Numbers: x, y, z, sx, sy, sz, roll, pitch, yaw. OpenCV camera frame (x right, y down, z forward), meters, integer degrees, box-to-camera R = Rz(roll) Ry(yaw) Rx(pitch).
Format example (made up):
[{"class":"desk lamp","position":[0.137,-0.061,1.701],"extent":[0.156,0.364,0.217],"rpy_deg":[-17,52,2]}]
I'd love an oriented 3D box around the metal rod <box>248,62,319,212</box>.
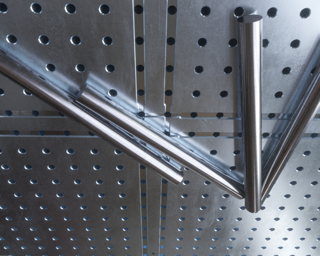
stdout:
[{"class":"metal rod","position":[0.178,0.023,0.433],"extent":[0.025,0.025,0.298],"rpy_deg":[6,130,-6]}]

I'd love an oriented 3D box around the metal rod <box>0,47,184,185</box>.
[{"class":"metal rod","position":[-0.080,-0.003,0.408],"extent":[0.301,0.025,0.025],"rpy_deg":[36,121,-27]}]

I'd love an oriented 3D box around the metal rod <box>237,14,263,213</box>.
[{"class":"metal rod","position":[0.120,0.006,0.404],"extent":[0.025,0.025,0.298],"rpy_deg":[-9,126,7]}]

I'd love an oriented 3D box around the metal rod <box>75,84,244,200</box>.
[{"class":"metal rod","position":[0.019,0.031,0.438],"extent":[0.301,0.025,0.025],"rpy_deg":[33,123,-25]}]
